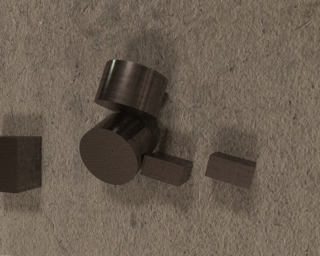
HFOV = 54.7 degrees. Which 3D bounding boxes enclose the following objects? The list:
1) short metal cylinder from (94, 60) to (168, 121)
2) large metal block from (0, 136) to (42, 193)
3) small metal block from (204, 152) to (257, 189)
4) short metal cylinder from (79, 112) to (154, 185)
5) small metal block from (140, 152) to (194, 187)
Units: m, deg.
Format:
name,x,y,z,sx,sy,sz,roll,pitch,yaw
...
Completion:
name,x,y,z,sx,sy,sz,roll,pitch,yaw
short metal cylinder,-0.035,-0.045,0.387,0.080,0.080,0.050,13,82,19
large metal block,-0.232,0.053,0.476,0.080,0.050,0.079,0,90,19
small metal block,0.085,0.048,0.366,0.050,0.050,0.025,15,95,19
short metal cylinder,-0.055,0.026,0.398,0.080,0.050,0.079,10,119,19
small metal block,0.010,0.050,0.392,0.050,0.050,0.025,15,95,19
